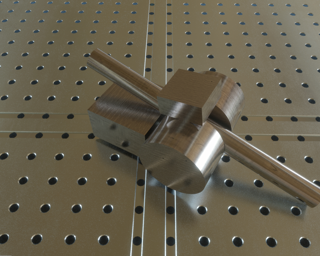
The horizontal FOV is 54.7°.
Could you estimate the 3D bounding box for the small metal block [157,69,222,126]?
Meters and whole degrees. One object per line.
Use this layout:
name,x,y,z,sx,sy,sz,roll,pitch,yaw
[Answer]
small metal block,0.032,-0.034,0.329,0.050,0.025,0.050,18,52,25

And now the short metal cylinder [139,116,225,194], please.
short metal cylinder,0.024,0.028,0.344,0.080,0.080,0.050,24,54,18

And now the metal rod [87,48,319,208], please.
metal rod,0.046,-0.004,0.355,0.301,0.025,0.025,33,56,6

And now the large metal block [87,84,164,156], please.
large metal block,-0.032,-0.018,0.398,0.080,0.050,0.080,23,54,18

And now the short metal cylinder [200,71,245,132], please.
short metal cylinder,0.059,-0.024,0.389,0.080,0.080,0.050,22,54,17
